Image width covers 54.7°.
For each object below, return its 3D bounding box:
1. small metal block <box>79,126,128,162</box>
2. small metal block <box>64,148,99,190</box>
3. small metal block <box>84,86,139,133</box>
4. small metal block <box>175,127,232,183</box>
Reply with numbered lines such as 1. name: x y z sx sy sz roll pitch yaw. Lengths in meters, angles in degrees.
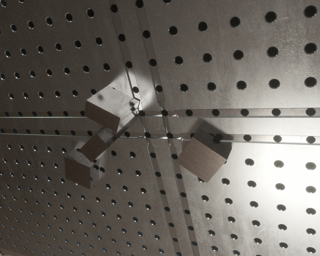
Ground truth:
1. small metal block: -0.081 0.016 0.446 0.025 0.050 0.050 47 129 -5
2. small metal block: -0.131 0.069 0.520 0.050 0.025 0.050 20 126 16
3. small metal block: -0.063 -0.026 0.411 0.050 0.050 0.025 27 128 11
4. small metal block: 0.056 0.036 0.403 0.050 0.025 0.050 34 129 5
